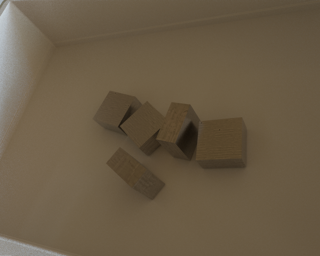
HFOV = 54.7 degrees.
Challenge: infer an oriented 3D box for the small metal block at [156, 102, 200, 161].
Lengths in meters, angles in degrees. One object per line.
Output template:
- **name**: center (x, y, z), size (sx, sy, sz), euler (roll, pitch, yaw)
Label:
- **small metal block**: center (0.025, 0.005, 0.370), size (0.025, 0.050, 0.050), euler (10, 67, 31)

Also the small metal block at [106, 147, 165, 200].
- **small metal block**: center (-0.028, 0.054, 0.367), size (0.050, 0.050, 0.025), euler (35, 82, 37)

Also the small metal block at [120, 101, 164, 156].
- **small metal block**: center (-0.017, 0.000, 0.410), size (0.050, 0.025, 0.050), euler (-43, 51, -2)

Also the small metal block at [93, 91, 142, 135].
- **small metal block**: center (-0.060, -0.022, 0.446), size (0.050, 0.025, 0.050), euler (16, 70, 34)

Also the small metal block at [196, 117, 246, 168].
- **small metal block**: center (0.071, 0.018, 0.354), size (0.050, 0.025, 0.050), euler (-5, 59, 25)
